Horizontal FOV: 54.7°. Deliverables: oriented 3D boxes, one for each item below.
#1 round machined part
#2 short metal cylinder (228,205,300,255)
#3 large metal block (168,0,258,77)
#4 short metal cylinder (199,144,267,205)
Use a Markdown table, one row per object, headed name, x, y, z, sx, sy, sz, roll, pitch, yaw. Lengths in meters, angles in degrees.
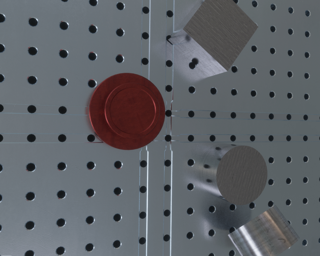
| name | x | y | z | sx | sy | sz | roll | pitch | yaw |
| --- | --- | --- | --- | --- | --- | --- | --- | --- | --- |
| round machined part | -0.039 | -0.021 | 0.389 | 0.099 | 0.042 | 0.097 | 0 | 90 | -20 |
| short metal cylinder | 0.142 | 0.150 | 0.428 | 0.081 | 0.080 | 0.050 | -24 | 66 | -18 |
| large metal block | 0.073 | -0.130 | 0.426 | 0.080 | 0.050 | 0.080 | 39 | 78 | -16 |
| short metal cylinder | 0.102 | 0.063 | 0.437 | 0.081 | 0.050 | 0.080 | 0 | 90 | -20 |
